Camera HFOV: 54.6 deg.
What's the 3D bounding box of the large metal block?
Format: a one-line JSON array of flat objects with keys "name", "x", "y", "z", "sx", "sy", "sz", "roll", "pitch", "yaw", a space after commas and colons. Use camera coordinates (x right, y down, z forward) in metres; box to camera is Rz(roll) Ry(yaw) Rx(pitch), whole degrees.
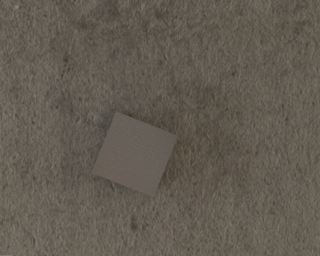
[{"name": "large metal block", "x": -0.030, "y": 0.031, "z": 0.397, "sx": 0.080, "sy": 0.050, "sz": 0.080, "roll": 22, "pitch": 90, "yaw": 0}]
